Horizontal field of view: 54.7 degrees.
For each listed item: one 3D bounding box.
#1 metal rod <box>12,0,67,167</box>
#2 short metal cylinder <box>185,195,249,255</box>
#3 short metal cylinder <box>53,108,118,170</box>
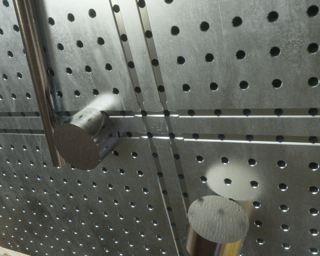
[{"bbox_3d":[-0.177,-0.067,0.463,0.025,0.025,0.298,13,124,21],"label":"metal rod"},{"bbox_3d":[0.075,0.139,0.422,0.080,0.080,0.050,17,125,19],"label":"short metal cylinder"},{"bbox_3d":[-0.110,0.016,0.463,0.080,0.050,0.079,13,124,21],"label":"short metal cylinder"}]
